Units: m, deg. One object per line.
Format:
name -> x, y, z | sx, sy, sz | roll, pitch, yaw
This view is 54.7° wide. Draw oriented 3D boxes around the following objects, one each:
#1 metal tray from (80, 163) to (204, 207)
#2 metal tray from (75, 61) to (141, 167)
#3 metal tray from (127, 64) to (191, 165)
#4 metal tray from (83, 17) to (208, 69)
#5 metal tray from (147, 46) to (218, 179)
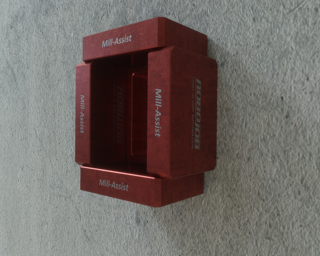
metal tray -> -0.023, 0.063, 0.381 | 0.130, 0.091, 0.030 | 1, 91, 39
metal tray -> -0.067, -0.018, 0.416 | 0.030, 0.091, 0.129 | 1, 91, 40
metal tray -> -0.001, -0.017, 0.402 | 0.090, 0.030, 0.129 | 1, 91, 39
metal tray -> -0.020, -0.096, 0.378 | 0.130, 0.091, 0.030 | 1, 91, 39
metal tray -> 0.027, -0.015, 0.339 | 0.030, 0.091, 0.129 | 1, 91, 40
